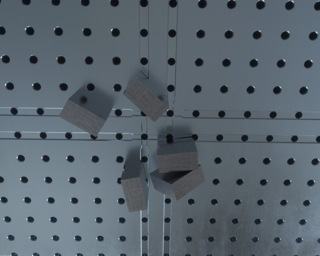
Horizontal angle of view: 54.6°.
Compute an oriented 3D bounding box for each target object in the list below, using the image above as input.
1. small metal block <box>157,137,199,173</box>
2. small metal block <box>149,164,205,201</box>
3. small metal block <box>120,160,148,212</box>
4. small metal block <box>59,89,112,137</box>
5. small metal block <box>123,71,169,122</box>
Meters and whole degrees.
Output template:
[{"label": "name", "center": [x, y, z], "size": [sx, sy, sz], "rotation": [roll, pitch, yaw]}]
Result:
[{"label": "small metal block", "center": [0.023, 0.035, 0.413], "size": [0.050, 0.050, 0.025], "rotation": [-6, 109, 2]}, {"label": "small metal block", "center": [0.023, 0.066, 0.414], "size": [0.050, 0.050, 0.025], "rotation": [-28, 113, -28]}, {"label": "small metal block", "center": [-0.034, 0.079, 0.429], "size": [0.025, 0.050, 0.050], "rotation": [-10, 110, 4]}, {"label": "small metal block", "center": [-0.092, -0.020, 0.392], "size": [0.050, 0.050, 0.025], "rotation": [30, 107, -11]}, {"label": "small metal block", "center": [-0.016, -0.040, 0.385], "size": [0.050, 0.050, 0.025], "rotation": [42, 105, -14]}]
